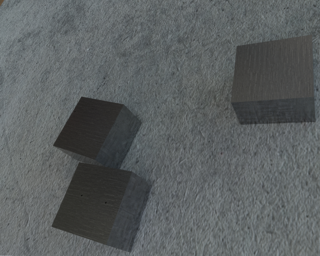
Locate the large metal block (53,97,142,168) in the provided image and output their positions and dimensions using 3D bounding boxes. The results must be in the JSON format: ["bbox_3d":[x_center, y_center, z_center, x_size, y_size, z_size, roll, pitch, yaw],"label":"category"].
[{"bbox_3d":[-0.085,0.008,0.427,0.080,0.050,0.080,12,68,33],"label":"large metal block"}]

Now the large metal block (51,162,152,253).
[{"bbox_3d":[-0.067,0.092,0.367,0.080,0.050,0.080,5,64,30],"label":"large metal block"}]

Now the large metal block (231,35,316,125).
[{"bbox_3d":[0.130,-0.052,0.351,0.080,0.050,0.080,-2,61,27],"label":"large metal block"}]
